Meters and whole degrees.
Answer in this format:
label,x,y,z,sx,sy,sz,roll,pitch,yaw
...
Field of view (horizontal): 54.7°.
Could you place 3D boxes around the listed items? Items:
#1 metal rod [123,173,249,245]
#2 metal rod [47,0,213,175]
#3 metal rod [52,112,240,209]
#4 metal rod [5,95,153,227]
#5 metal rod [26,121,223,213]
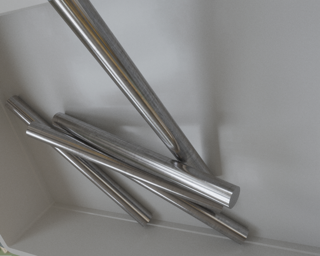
label,x,y,z,sx,sy,sz,roll,pitch,yaw
metal rod,-0.010,0.083,0.465,0.301,0.025,0.025,29,128,9
metal rod,-0.003,-0.012,0.325,0.025,0.025,0.300,-6,140,31
metal rod,-0.041,0.030,0.403,0.300,0.025,0.025,20,127,34
metal rod,-0.133,0.055,0.512,0.300,0.025,0.025,41,129,-1
metal rod,-0.053,0.054,0.447,0.301,0.025,0.025,20,127,7
